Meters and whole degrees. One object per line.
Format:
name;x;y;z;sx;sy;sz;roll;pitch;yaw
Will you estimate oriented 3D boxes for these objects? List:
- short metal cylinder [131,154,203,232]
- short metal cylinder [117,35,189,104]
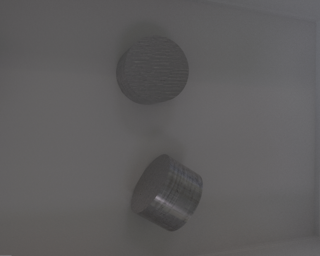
short metal cylinder;0.008;0.079;0.384;0.050;0.080;0.080;34;79;-17
short metal cylinder;-0.011;-0.071;0.393;0.081;0.050;0.080;0;90;-20
